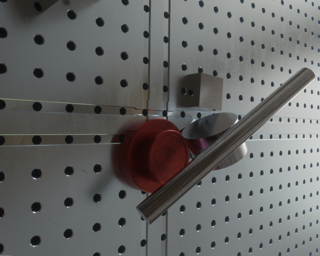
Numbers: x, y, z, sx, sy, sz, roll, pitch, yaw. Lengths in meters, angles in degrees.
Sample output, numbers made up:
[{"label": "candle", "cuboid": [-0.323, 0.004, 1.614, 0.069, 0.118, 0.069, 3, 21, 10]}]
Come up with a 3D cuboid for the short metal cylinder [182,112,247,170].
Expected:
[{"label": "short metal cylinder", "cuboid": [0.077, 0.018, 0.441, 0.081, 0.080, 0.050, -35, 112, -35]}]

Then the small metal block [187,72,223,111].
[{"label": "small metal block", "cuboid": [0.069, -0.053, 0.469, 0.050, 0.025, 0.050, 6, 86, -40]}]

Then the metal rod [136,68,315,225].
[{"label": "metal rod", "cuboid": [0.095, 0.011, 0.389, 0.301, 0.025, 0.025, -37, 114, -19]}]

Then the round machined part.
[{"label": "round machined part", "cuboid": [0.000, 0.036, 0.400, 0.099, 0.042, 0.097, 0, 90, -40]}]

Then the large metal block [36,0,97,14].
[{"label": "large metal block", "cuboid": [-0.078, -0.159, 0.309, 0.081, 0.080, 0.050, -32, 111, -36]}]
